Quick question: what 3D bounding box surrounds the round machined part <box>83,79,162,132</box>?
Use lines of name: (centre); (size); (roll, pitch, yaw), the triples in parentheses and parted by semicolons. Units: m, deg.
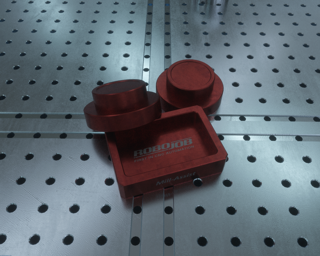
round machined part: (-0.049, -0.034, 0.398); (0.099, 0.042, 0.098); (-7, 22, 3)

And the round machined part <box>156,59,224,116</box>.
round machined part: (0.043, -0.063, 0.450); (0.099, 0.042, 0.098); (0, 50, 0)

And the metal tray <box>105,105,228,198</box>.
metal tray: (0.005, 0.025, 0.383); (0.131, 0.030, 0.090); (-13, 51, -12)

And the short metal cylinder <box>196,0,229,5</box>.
short metal cylinder: (0.110, -0.300, 0.645); (0.081, 0.050, 0.080); (0, 50, 0)
